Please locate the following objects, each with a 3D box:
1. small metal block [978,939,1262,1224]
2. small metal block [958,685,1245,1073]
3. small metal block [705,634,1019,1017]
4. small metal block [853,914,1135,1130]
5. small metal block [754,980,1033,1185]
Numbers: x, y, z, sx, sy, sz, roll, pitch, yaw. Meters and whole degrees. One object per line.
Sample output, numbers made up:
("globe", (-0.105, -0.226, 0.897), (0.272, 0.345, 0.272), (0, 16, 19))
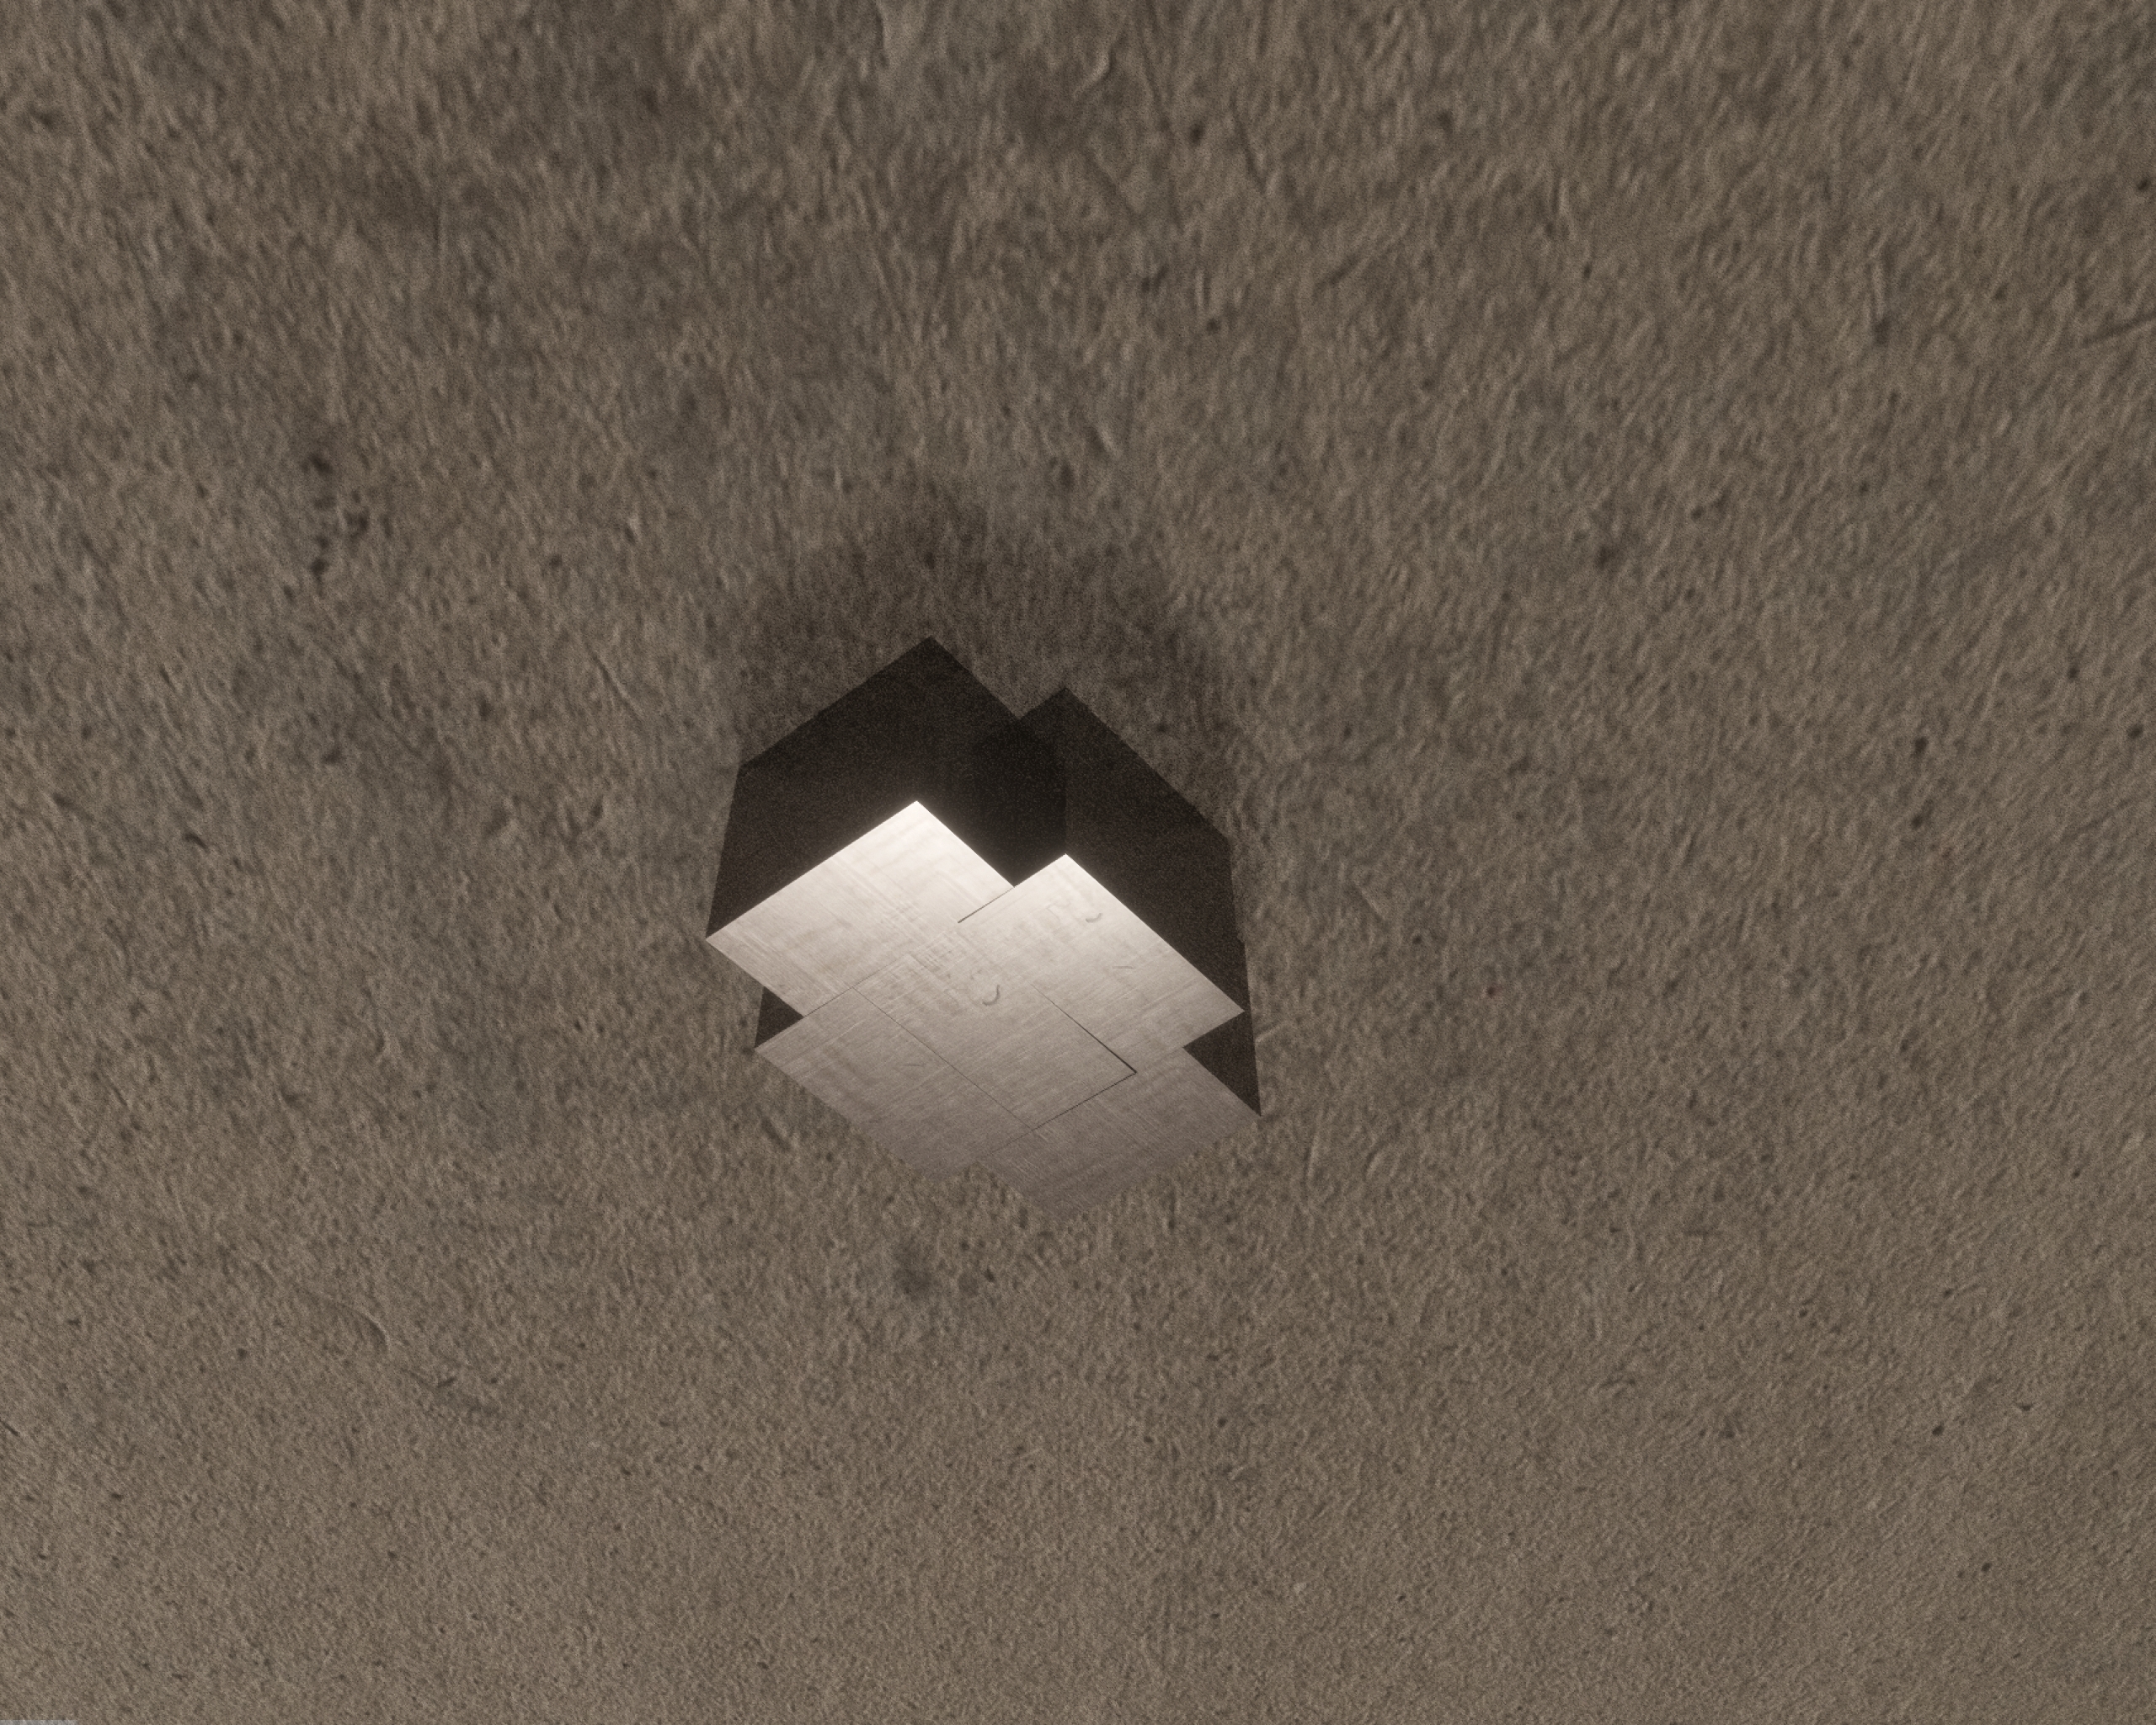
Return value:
("small metal block", (0.008, 0.038, 0.424), (0.050, 0.050, 0.025), (-32, 124, 24))
("small metal block", (0.005, 0.003, 0.394), (0.025, 0.050, 0.050), (-33, 123, 25))
("small metal block", (-0.039, -0.007, 0.385), (0.050, 0.050, 0.025), (-32, 124, 24))
("small metal block", (-0.015, 0.015, 0.404), (0.025, 0.050, 0.050), (-32, 123, 24))
("small metal block", (-0.035, 0.027, 0.414), (0.025, 0.050, 0.050), (-32, 123, 24))
